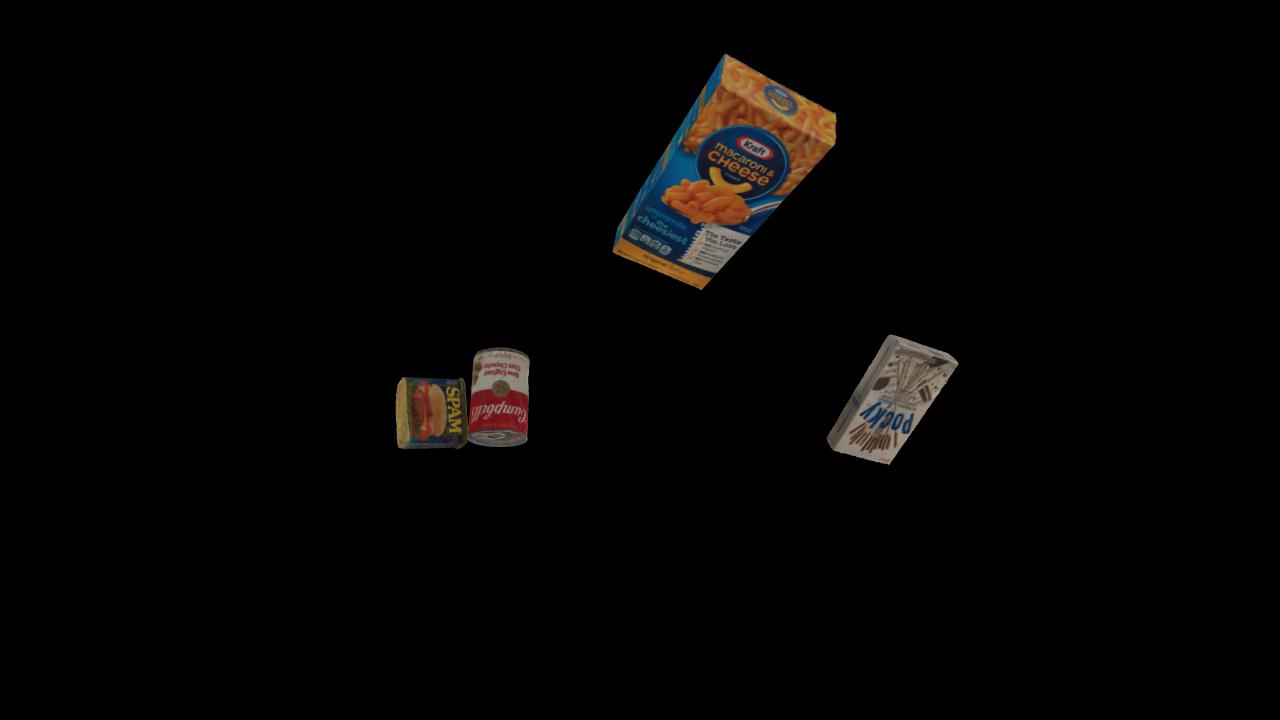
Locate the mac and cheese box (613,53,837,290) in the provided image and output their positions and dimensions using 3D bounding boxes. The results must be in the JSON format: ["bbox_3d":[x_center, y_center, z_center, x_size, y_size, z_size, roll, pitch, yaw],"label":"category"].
[{"bbox_3d":[0.056,-0.132,0.480,0.093,0.041,0.184,22,-34,-14],"label":"mac and cheese box"}]

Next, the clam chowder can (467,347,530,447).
[{"bbox_3d":[-0.164,0.044,0.720,0.068,0.102,0.068,-2,-23,-1],"label":"clam chowder can"}]

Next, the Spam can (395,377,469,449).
[{"bbox_3d":[-0.296,0.075,0.873,0.085,0.101,0.058,5,-23,-36],"label":"Spam can"}]

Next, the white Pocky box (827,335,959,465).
[{"bbox_3d":[0.292,0.050,0.722,0.084,0.154,0.028,16,26,-14],"label":"white Pocky box"}]
